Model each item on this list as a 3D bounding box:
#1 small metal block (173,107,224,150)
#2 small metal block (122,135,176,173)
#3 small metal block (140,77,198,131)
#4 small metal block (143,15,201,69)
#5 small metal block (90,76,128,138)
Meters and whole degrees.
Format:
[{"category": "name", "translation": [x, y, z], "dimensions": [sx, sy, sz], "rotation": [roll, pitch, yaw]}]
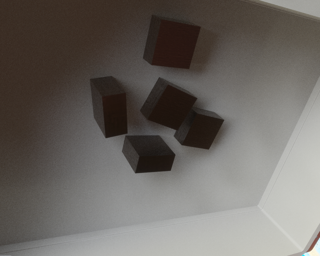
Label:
[{"category": "small metal block", "translation": [0.055, 0.000, 0.439], "dimensions": [0.050, 0.025, 0.050], "rotation": [11, 113, -33]}, {"category": "small metal block", "translation": [-0.016, 0.033, 0.404], "dimensions": [0.050, 0.050, 0.025], "rotation": [0, 118, -29]}, {"category": "small metal block", "translation": [0.011, -0.030, 0.396], "dimensions": [0.050, 0.025, 0.050], "rotation": [20, 108, -36]}, {"category": "small metal block", "translation": [0.013, -0.098, 0.355], "dimensions": [0.050, 0.025, 0.050], "rotation": [0, 119, -29]}, {"category": "small metal block", "translation": [-0.057, -0.024, 0.346], "dimensions": [0.025, 0.050, 0.050], "rotation": [-13, 124, -22]}]
